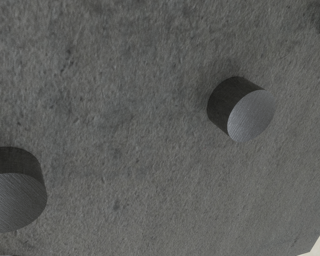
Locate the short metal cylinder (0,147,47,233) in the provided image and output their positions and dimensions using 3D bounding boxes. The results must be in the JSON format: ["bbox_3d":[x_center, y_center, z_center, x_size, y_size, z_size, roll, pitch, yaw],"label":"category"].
[{"bbox_3d":[-0.170,0.067,0.340,0.081,0.050,0.079,-14,125,-21],"label":"short metal cylinder"}]

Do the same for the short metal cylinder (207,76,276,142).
[{"bbox_3d":[0.114,-0.027,0.439,0.081,0.050,0.079,-14,125,-21],"label":"short metal cylinder"}]
